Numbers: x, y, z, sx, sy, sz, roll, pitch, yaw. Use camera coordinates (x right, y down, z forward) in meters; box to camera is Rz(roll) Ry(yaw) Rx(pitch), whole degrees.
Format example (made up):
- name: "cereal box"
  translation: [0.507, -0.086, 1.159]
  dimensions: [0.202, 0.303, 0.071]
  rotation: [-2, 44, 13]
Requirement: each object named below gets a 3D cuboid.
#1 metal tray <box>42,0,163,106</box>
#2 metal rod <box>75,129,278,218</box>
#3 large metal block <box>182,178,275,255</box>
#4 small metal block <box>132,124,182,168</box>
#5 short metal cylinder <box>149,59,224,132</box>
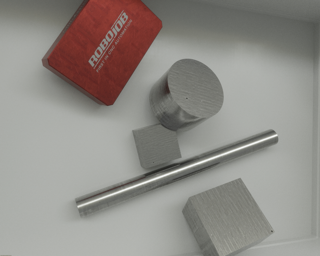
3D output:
- name: "metal tray"
  translation: [-0.065, -0.103, 0.373]
  dimensions: [0.090, 0.030, 0.130]
  rotation: [37, 78, -31]
- name: "metal rod"
  translation: [0.037, 0.055, 0.425]
  dimensions: [0.302, 0.025, 0.025]
  rotation: [-17, 96, -20]
- name: "large metal block"
  translation: [0.087, 0.124, 0.411]
  dimensions: [0.081, 0.050, 0.080]
  rotation: [-16, 58, -20]
- name: "small metal block"
  translation: [-0.004, 0.021, 0.410]
  dimensions: [0.050, 0.025, 0.050]
  rotation: [-15, 95, -20]
- name: "short metal cylinder"
  translation: [0.034, -0.041, 0.397]
  dimensions: [0.081, 0.050, 0.080]
  rotation: [11, 65, -25]
